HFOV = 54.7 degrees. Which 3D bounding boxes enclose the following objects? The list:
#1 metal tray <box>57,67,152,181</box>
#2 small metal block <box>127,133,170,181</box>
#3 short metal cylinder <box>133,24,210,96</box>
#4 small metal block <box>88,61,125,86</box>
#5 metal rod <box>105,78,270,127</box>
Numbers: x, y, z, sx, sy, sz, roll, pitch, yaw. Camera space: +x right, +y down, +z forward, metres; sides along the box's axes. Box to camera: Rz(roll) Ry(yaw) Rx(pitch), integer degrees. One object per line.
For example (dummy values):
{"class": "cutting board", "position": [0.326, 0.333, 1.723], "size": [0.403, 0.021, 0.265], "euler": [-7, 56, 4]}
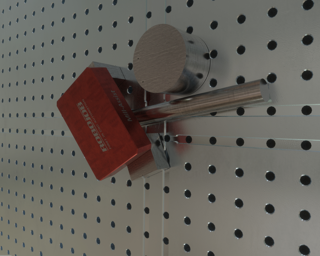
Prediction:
{"class": "metal tray", "position": [-0.079, -0.006, 0.418], "size": [0.090, 0.030, 0.130], "euler": [-37, 79, 34]}
{"class": "small metal block", "position": [-0.021, 0.040, 0.423], "size": [0.050, 0.025, 0.050], "euler": [-29, 72, 36]}
{"class": "short metal cylinder", "position": [0.013, -0.081, 0.379], "size": [0.080, 0.050, 0.079], "euler": [0, 90, 39]}
{"class": "small metal block", "position": [-0.090, -0.071, 0.464], "size": [0.050, 0.050, 0.025], "euler": [-39, 67, 33]}
{"class": "metal rod", "position": [-0.007, -0.019, 0.413], "size": [0.300, 0.025, 0.025], "euler": [-10, 84, 39]}
